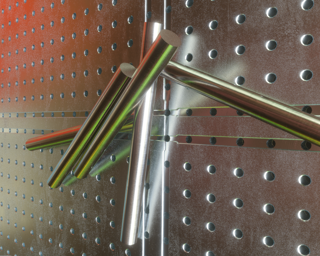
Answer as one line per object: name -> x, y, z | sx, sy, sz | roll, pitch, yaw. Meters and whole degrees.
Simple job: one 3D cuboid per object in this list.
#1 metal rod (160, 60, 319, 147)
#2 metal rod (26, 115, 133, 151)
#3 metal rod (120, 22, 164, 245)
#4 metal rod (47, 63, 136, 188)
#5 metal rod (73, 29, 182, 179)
metal rod -> 0.114, -0.016, 0.314 | 0.300, 0.025, 0.025 | 30, 109, 35
metal rod -> -0.141, 0.010, 0.522 | 0.300, 0.025, 0.025 | -12, 83, 39
metal rod -> -0.026, 0.016, 0.413 | 0.025, 0.025, 0.298 | 17, 105, 38
metal rod -> -0.115, 0.014, 0.471 | 0.298, 0.025, 0.025 | -47, 62, 39
metal rod -> -0.061, -0.009, 0.415 | 0.298, 0.025, 0.025 | -49, 61, 43
